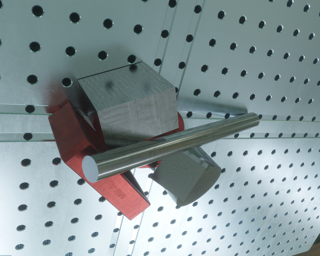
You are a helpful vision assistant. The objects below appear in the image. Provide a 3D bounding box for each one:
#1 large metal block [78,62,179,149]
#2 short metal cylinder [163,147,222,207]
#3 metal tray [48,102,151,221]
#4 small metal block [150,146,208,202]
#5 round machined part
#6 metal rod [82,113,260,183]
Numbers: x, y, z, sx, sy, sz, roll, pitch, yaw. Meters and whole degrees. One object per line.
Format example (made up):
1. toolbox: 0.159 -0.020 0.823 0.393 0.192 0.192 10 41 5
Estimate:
1. large metal block: -0.035 -0.027 0.339 0.081 0.080 0.050 -20 126 -17
2. short metal cylinder: 0.041 0.067 0.445 0.081 0.050 0.080 -29 147 -21
3. metal tray: -0.068 0.040 0.357 0.030 0.090 0.130 -38 130 -3
4. small metal block: 0.024 0.054 0.387 0.050 0.050 0.025 -58 170 11
5. round machined part: -0.010 0.014 0.408 0.099 0.042 0.097 -14 125 -21
6. metal rod: 0.042 0.012 0.382 0.302 0.025 0.025 -13 127 -45
